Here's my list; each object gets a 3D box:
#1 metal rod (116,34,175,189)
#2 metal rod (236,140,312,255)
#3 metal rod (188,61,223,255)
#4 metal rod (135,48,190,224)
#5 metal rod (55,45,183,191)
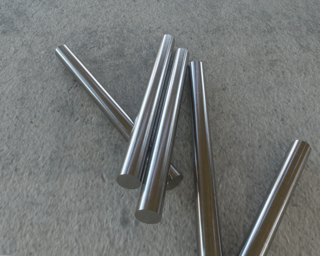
[{"bbox_3d":[-0.009,-0.047,0.420,0.025,0.025,0.300,7,43,5],"label":"metal rod"},{"bbox_3d":[0.092,0.120,0.303,0.025,0.025,0.301,27,55,20],"label":"metal rod"},{"bbox_3d":[0.052,0.020,0.387,0.025,0.025,0.300,1,50,1],"label":"metal rod"},{"bbox_3d":[0.012,-0.018,0.395,0.025,0.025,0.300,7,43,6],"label":"metal rod"},{"bbox_3d":[-0.071,-0.031,0.428,0.025,0.025,0.300,-29,56,-22],"label":"metal rod"}]
